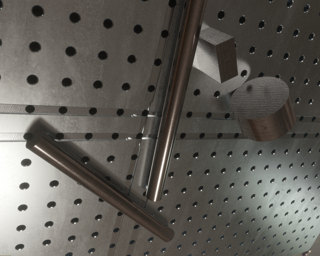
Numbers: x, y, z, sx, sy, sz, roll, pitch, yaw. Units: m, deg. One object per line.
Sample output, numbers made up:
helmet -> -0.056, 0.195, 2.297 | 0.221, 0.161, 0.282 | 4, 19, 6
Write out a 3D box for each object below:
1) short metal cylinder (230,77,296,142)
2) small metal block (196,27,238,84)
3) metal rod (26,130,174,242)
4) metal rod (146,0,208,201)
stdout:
short metal cylinder -> 0.146, -0.027, 0.441 | 0.080, 0.080, 0.050 | -38, 130, -3
small metal block -> 0.068, -0.090, 0.378 | 0.025, 0.050, 0.050 | -27, 128, -12
metal rod -> -0.063, 0.099, 0.439 | 0.025, 0.025, 0.300 | -42, 130, 0
metal rod -> 0.017, -0.027, 0.405 | 0.025, 0.025, 0.298 | -4, 120, -27
